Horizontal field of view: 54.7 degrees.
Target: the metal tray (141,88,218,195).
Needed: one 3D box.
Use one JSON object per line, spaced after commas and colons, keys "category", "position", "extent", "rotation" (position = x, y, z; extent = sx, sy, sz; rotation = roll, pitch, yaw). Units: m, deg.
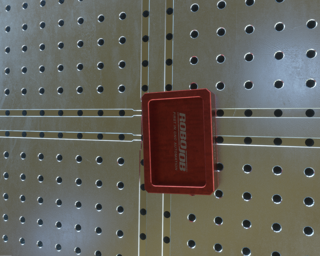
{"category": "metal tray", "position": [0.025, 0.018, 0.400], "extent": [0.090, 0.030, 0.129], "rotation": [-2, 89, 19]}
